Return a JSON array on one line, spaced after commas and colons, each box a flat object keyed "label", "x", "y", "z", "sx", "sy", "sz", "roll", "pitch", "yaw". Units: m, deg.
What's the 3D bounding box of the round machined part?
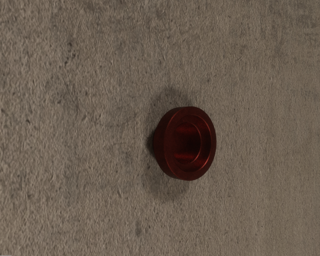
[{"label": "round machined part", "x": 0.029, "y": 0.020, "z": 0.420, "sx": 0.099, "sy": 0.042, "sz": 0.097, "roll": 0, "pitch": 90, "yaw": -40}]
